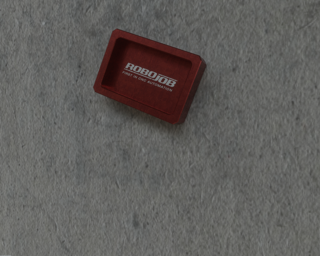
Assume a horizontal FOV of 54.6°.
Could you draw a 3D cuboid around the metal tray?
[{"bbox_3d":[-0.016,-0.068,0.412,0.130,0.030,0.090,23,98,18],"label":"metal tray"}]
